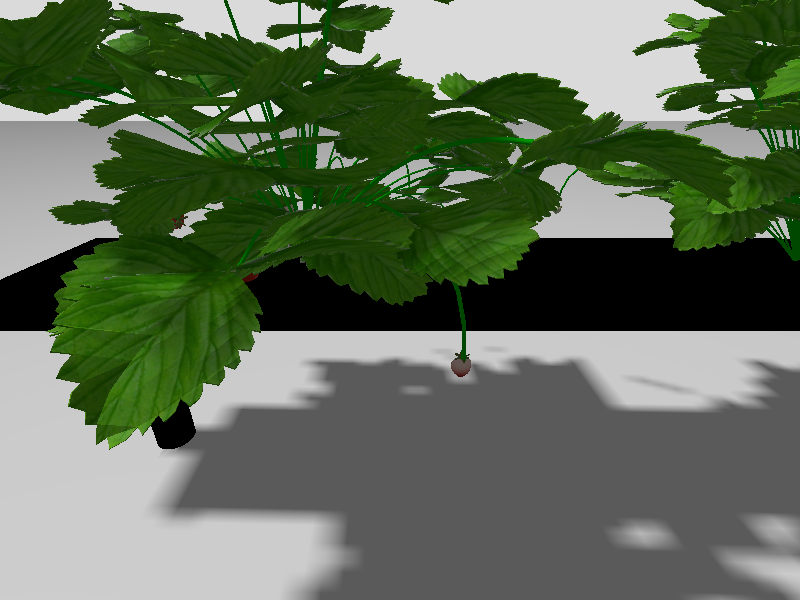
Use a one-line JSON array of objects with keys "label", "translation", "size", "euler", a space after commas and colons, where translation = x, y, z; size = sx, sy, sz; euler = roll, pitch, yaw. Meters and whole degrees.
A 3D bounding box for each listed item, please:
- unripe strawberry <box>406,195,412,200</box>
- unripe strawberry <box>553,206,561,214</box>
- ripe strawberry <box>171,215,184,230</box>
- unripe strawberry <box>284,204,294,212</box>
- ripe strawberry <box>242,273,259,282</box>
[{"label": "unripe strawberry", "translation": [0.013, -0.143, 0.561], "size": [0.009, 0.010, 0.010], "euler": [11, 28, 22]}, {"label": "unripe strawberry", "translation": [0.191, -0.110, 0.488], "size": [0.010, 0.010, 0.009], "euler": [19, 32, 34]}, {"label": "ripe strawberry", "translation": [-0.261, -0.091, 0.456], "size": [0.026, 0.022, 0.026], "euler": [9, 27, 29]}, {"label": "unripe strawberry", "translation": [-0.138, -0.108, 0.488], "size": [0.027, 0.029, 0.030], "euler": [-10, 27, -19]}, {"label": "ripe strawberry", "translation": [-0.128, -0.027, 0.320], "size": [0.029, 0.025, 0.029], "euler": [21, 33, 36]}]
